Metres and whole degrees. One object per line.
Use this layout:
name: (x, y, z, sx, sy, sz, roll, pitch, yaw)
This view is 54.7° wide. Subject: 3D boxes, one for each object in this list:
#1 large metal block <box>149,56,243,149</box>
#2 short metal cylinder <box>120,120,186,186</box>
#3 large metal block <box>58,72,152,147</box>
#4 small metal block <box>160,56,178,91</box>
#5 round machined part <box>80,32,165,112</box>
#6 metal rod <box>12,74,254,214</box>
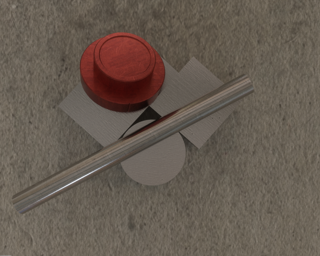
large metal block: (0.044, -0.031, 0.399, 0.080, 0.050, 0.080, 41, 90, -1)
short metal cylinder: (-0.009, 0.029, 0.398, 0.081, 0.050, 0.079, 0, 90, -1)
large metal block: (-0.066, -0.029, 0.397, 0.080, 0.050, 0.080, 42, 90, -1)
small metal block: (-0.011, -0.069, 0.410, 0.050, 0.025, 0.050, 43, 90, -1)
round machined part: (-0.042, -0.071, 0.358, 0.099, 0.042, 0.098, 5, 64, -10)
metal rod: (-0.030, 0.018, 0.361, 0.301, 0.025, 0.025, -28, 90, 0)
